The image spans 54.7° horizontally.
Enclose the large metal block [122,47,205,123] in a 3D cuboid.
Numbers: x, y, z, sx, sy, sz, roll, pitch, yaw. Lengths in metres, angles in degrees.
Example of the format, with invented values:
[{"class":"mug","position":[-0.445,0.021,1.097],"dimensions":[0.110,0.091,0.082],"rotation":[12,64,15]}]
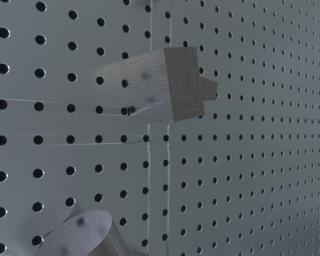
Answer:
[{"class":"large metal block","position":[0.003,-0.050,0.376],"dimensions":[0.050,0.080,0.079],"rotation":[-14,99,-39]}]

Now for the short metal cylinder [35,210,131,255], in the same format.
[{"class":"short metal cylinder","position":[-0.075,0.129,0.311],"dimensions":[0.081,0.080,0.050],"rotation":[-35,112,-35]}]

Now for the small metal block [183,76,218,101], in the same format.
[{"class":"small metal block","position":[0.043,-0.054,0.429],"dimensions":[0.050,0.050,0.025],"rotation":[10,84,-40]}]

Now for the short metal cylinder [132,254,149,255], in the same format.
[{"class":"short metal cylinder","position":[-0.018,0.203,0.379],"dimensions":[0.081,0.050,0.079],"rotation":[0,90,-40]}]
